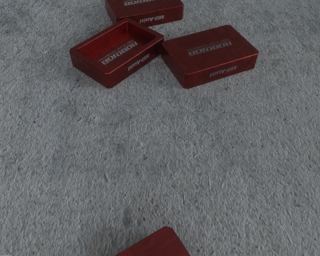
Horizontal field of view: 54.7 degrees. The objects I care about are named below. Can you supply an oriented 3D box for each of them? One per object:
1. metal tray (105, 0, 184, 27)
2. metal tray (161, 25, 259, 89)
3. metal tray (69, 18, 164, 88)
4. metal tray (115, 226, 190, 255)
[{"bbox_3d":[-0.031,-0.232,0.594,0.131,0.030,0.090,-17,52,-14],"label":"metal tray"},{"bbox_3d":[0.079,-0.118,0.499,0.131,0.030,0.090,-19,53,-16],"label":"metal tray"},{"bbox_3d":[-0.067,-0.126,0.505,0.090,0.030,0.131,34,58,25],"label":"metal tray"},{"bbox_3d":[0.004,0.163,0.263,0.091,0.030,0.130,-25,54,-20],"label":"metal tray"}]
